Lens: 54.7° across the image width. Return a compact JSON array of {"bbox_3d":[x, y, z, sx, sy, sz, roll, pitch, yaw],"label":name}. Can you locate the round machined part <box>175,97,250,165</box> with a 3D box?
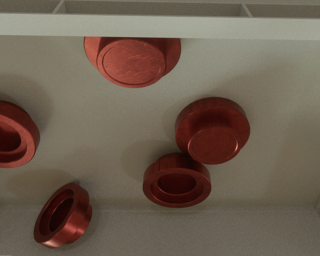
[{"bbox_3d":[0.070,0.011,0.409,0.099,0.042,0.097,-1,130,0],"label":"round machined part"}]

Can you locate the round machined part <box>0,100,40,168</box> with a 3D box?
[{"bbox_3d":[-0.205,0.003,0.398,0.099,0.042,0.097,-1,130,0],"label":"round machined part"}]

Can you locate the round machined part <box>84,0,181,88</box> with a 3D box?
[{"bbox_3d":[-0.028,-0.078,0.315,0.099,0.042,0.098,0,146,0],"label":"round machined part"}]

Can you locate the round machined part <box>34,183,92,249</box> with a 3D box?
[{"bbox_3d":[-0.143,0.138,0.476,0.098,0.098,0.042,-31,124,23],"label":"round machined part"}]

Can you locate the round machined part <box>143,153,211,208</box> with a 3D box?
[{"bbox_3d":[0.025,0.074,0.459,0.099,0.042,0.097,1,134,1],"label":"round machined part"}]
